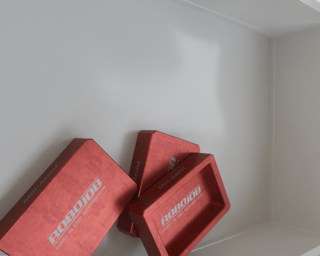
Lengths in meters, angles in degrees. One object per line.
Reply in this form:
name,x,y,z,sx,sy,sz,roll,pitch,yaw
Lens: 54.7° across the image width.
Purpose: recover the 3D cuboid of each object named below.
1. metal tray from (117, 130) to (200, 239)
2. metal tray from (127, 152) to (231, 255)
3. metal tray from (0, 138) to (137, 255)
metal tray,0.002,0.076,0.407,0.091,0.030,0.129,20,77,-39
metal tray,0.031,0.100,0.391,0.131,0.030,0.090,-34,111,-35
metal tray,-0.093,0.085,0.327,0.090,0.030,0.130,52,60,-28
